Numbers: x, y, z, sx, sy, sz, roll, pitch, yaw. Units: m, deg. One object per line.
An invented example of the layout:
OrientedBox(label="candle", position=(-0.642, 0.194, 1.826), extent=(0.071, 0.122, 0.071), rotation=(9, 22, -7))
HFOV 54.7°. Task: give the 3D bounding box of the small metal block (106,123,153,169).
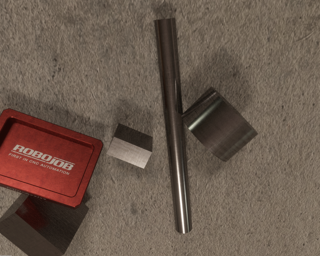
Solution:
OrientedBox(label="small metal block", position=(-0.038, 0.022, 0.404), extent=(0.050, 0.050, 0.025), rotation=(23, 108, -9))

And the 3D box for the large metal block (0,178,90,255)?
OrientedBox(label="large metal block", position=(-0.155, 0.120, 0.417), extent=(0.050, 0.080, 0.080), rotation=(-33, 108, 27))

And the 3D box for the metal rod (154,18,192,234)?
OrientedBox(label="metal rod", position=(0.021, 0.011, 0.414), extent=(0.025, 0.025, 0.298), rotation=(-6, 110, 2))

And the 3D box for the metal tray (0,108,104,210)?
OrientedBox(label="metal tray", position=(-0.149, 0.039, 0.391), extent=(0.131, 0.030, 0.090), rotation=(20, 65, -8))

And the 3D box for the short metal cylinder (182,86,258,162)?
OrientedBox(label="short metal cylinder", position=(0.073, -0.005, 0.380), extent=(0.080, 0.080, 0.050), rotation=(42, 105, -14))
